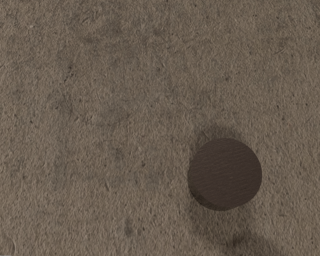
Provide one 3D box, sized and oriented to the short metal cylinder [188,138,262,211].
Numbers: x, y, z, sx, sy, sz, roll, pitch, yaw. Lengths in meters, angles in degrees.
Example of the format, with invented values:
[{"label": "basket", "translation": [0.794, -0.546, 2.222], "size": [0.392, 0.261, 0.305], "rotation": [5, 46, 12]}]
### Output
[{"label": "short metal cylinder", "translation": [0.076, 0.058, 0.375], "size": [0.081, 0.050, 0.080], "rotation": [0, 70, 0]}]
